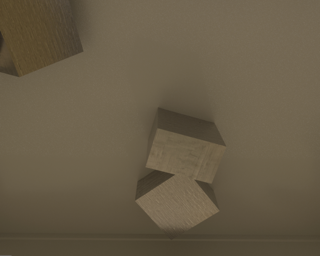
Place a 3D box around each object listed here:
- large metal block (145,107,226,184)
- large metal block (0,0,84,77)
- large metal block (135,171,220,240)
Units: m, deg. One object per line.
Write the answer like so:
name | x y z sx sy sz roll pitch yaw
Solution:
large metal block | 0.029 0.019 0.389 0.080 0.080 0.050 15 110 -6
large metal block | -0.139 -0.109 0.327 0.050 0.081 0.079 17 129 38
large metal block | 0.023 0.094 0.433 0.080 0.050 0.080 -35 107 12
